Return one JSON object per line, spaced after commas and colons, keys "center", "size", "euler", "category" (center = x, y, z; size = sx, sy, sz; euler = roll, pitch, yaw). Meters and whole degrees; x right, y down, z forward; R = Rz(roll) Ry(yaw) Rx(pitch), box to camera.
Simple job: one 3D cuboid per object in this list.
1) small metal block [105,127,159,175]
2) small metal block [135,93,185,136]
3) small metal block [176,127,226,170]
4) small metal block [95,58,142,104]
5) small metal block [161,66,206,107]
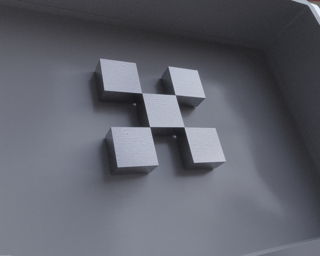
{"center": [-0.034, 0.027, 0.368], "size": [0.050, 0.025, 0.050], "euler": [1, 61, -28], "category": "small metal block"}
{"center": [0.000, -0.017, 0.413], "size": [0.050, 0.025, 0.050], "euler": [0, 62, -28], "category": "small metal block"}
{"center": [0.054, 0.027, 0.415], "size": [0.050, 0.025, 0.050], "euler": [1, 61, -28], "category": "small metal block"}
{"center": [-0.056, -0.061, 0.410], "size": [0.050, 0.025, 0.050], "euler": [2, 61, -28], "category": "small metal block"}
{"center": [0.034, -0.060, 0.457], "size": [0.050, 0.025, 0.050], "euler": [2, 61, -27], "category": "small metal block"}
